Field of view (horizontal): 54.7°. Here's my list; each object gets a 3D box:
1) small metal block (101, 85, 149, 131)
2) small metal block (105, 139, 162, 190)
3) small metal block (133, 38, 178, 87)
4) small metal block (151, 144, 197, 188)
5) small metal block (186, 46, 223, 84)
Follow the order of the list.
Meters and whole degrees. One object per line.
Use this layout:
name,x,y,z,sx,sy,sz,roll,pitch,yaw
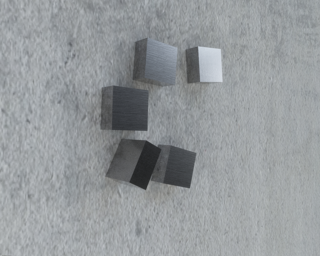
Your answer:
small metal block,-0.042,-0.022,0.371,0.050,0.025,0.050,2,89,-40
small metal block,-0.032,0.041,0.364,0.025,0.050,0.050,34,69,-35
small metal block,-0.006,-0.084,0.402,0.050,0.025,0.050,7,86,-40
small metal block,0.020,0.053,0.424,0.050,0.025,0.050,19,78,-39
small metal block,0.066,-0.092,0.463,0.050,0.025,0.050,-7,94,-40
